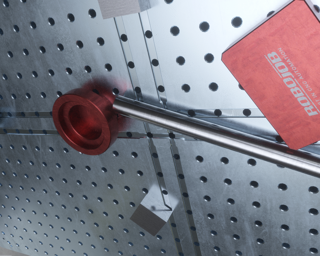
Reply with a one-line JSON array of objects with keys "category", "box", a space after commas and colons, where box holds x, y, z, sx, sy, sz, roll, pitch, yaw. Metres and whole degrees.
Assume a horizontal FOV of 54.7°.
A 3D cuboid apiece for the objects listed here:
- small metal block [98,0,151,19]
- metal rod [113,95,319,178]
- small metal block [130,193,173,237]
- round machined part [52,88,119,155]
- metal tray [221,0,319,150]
[{"category": "small metal block", "box": [-0.043, -0.151, 0.340, 0.050, 0.025, 0.050, 0, 119, 28]}, {"category": "metal rod", "box": [0.079, 0.011, 0.376, 0.301, 0.025, 0.025, 18, 126, 17]}, {"category": "small metal block", "box": [-0.015, 0.143, 0.508, 0.050, 0.025, 0.050, 35, 129, 5]}, {"category": "round machined part", "box": [-0.101, -0.012, 0.446, 0.098, 0.042, 0.097, 13, 124, 21]}, {"category": "metal tray", "box": [0.136, -0.050, 0.306, 0.090, 0.030, 0.130, -34, 100, 38]}]
